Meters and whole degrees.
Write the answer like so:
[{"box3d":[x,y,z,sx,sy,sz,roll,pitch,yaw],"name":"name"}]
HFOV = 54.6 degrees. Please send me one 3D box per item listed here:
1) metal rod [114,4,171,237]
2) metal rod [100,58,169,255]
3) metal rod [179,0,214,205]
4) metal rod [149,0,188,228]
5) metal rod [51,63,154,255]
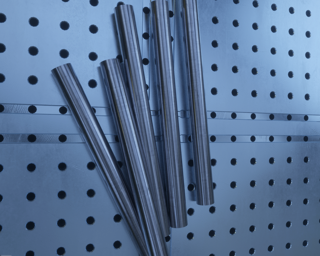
[{"box3d":[-0.022,-0.006,0.404,0.025,0.025,0.298,-11,94,-20],"name":"metal rod"},{"box3d":[-0.026,0.061,0.386,0.025,0.025,0.299,-14,89,-19],"name":"metal rod"},{"box3d":[0.051,-0.043,0.430,0.025,0.025,0.298,-6,92,-20],"name":"metal rod"},{"box3d":[0.012,-0.017,0.416,0.025,0.025,0.298,-6,92,-20],"name":"metal rod"},{"box3d":[-0.058,0.063,0.391,0.025,0.025,0.299,-27,99,-18],"name":"metal rod"}]
